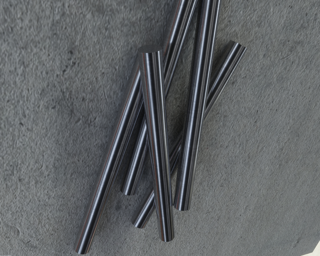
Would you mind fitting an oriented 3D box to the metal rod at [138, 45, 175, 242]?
[{"bbox_3d":[0.000,0.043,0.399,0.025,0.025,0.298,-18,126,-18],"label":"metal rod"}]

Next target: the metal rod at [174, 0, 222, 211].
[{"bbox_3d":[0.045,-0.027,0.391,0.025,0.025,0.298,-5,114,-26],"label":"metal rod"}]

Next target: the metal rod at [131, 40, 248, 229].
[{"bbox_3d":[0.034,0.020,0.436,0.025,0.025,0.298,16,110,-35],"label":"metal rod"}]

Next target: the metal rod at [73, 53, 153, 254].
[{"bbox_3d":[-0.063,0.045,0.399,0.025,0.025,0.298,8,115,-32],"label":"metal rod"}]

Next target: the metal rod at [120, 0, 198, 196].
[{"bbox_3d":[-0.002,-0.044,0.378,0.025,0.025,0.298,4,117,-30],"label":"metal rod"}]
